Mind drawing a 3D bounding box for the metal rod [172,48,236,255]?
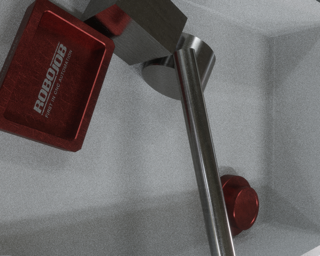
[{"bbox_3d":[0.053,0.064,0.326,0.025,0.025,0.298,-7,85,-40],"label":"metal rod"}]

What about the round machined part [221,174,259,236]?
[{"bbox_3d":[0.124,0.127,0.503,0.099,0.042,0.097,0,90,-40],"label":"round machined part"}]

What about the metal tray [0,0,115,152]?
[{"bbox_3d":[-0.107,-0.050,0.314,0.090,0.030,0.130,25,74,-38],"label":"metal tray"}]

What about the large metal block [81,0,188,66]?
[{"bbox_3d":[-0.031,-0.119,0.346,0.080,0.080,0.050,34,69,-35],"label":"large metal block"}]

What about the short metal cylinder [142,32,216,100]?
[{"bbox_3d":[0.024,-0.076,0.393,0.080,0.080,0.050,35,68,-35],"label":"short metal cylinder"}]
